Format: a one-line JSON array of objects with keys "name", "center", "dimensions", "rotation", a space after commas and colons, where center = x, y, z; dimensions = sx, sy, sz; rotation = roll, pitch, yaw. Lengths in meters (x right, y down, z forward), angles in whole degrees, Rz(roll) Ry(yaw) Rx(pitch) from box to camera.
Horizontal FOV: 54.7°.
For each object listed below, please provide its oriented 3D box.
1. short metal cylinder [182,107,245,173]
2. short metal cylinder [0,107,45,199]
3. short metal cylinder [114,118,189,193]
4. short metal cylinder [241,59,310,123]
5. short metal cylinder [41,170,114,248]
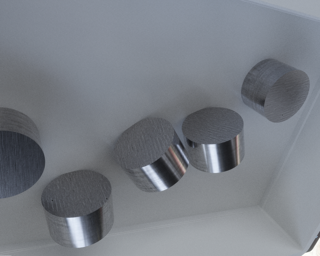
[{"name": "short metal cylinder", "center": [0.073, 0.015, 0.422], "dimensions": [0.081, 0.080, 0.050], "rotation": [-24, 127, -14]}, {"name": "short metal cylinder", "center": [-0.164, 0.025, 0.318], "dimensions": [0.081, 0.050, 0.079], "rotation": [-14, 124, -21]}, {"name": "short metal cylinder", "center": [-0.010, 0.033, 0.388], "dimensions": [0.080, 0.080, 0.050], "rotation": [-35, 129, -5]}, {"name": "short metal cylinder", "center": [0.167, -0.054, 0.449], "dimensions": [0.081, 0.050, 0.079], "rotation": [-14, 124, -21]}, {"name": "short metal cylinder", "center": [-0.098, 0.097, 0.379], "dimensions": [0.081, 0.080, 0.050], "rotation": [-13, 124, -21]}]
